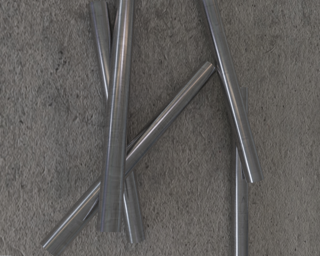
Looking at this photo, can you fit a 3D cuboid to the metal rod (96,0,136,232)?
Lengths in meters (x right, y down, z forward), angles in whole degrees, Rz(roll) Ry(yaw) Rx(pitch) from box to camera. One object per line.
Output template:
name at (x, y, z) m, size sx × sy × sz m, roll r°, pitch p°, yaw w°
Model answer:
metal rod at (-0.047, -0.039, 0.355) m, size 0.025 × 0.025 × 0.299 m, roll 8°, pitch 74°, yaw -20°

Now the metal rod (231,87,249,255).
metal rod at (0.116, 0.091, 0.451) m, size 0.025 × 0.025 × 0.298 m, roll 0°, pitch 90°, yaw -20°

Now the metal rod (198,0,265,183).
metal rod at (0.093, -0.073, 0.426) m, size 0.025 × 0.025 × 0.298 m, roll -14°, pitch 89°, yaw -20°

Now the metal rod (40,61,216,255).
metal rod at (-0.023, 0.021, 0.376) m, size 0.025 × 0.025 × 0.301 m, roll 47°, pitch 66°, yaw -14°

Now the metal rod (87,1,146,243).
metal rod at (-0.053, -0.005, 0.389) m, size 0.025 × 0.025 × 0.298 m, roll -10°, pitch 94°, yaw -20°
